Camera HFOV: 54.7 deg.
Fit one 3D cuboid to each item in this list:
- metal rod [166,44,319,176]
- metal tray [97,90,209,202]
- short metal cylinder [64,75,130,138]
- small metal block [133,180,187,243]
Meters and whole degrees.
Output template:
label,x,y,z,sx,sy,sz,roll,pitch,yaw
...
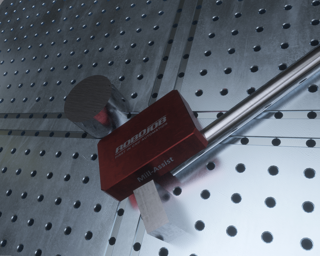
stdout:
label,x,y,z,sx,sy,sz,roll,pitch,yaw
metal rod,0.130,-0.042,0.364,0.300,0.025,0.025,-36,51,3
metal tray,-0.015,0.019,0.380,0.130,0.030,0.090,-34,38,12
short metal cylinder,-0.093,-0.031,0.458,0.080,0.050,0.080,-13,56,20
small metal block,0.000,0.091,0.335,0.025,0.050,0.050,-31,52,8
